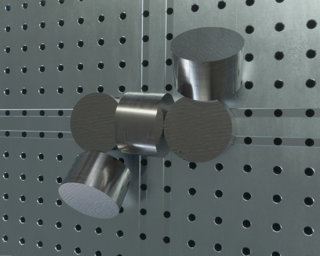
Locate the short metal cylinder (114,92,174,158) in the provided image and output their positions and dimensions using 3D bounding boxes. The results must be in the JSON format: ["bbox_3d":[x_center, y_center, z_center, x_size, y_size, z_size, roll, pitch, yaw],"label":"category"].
[{"bbox_3d":[-0.016,-0.005,0.388,0.050,0.080,0.079,5,92,19],"label":"short metal cylinder"}]

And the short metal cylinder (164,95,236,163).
[{"bbox_3d":[0.051,0.000,0.380,0.080,0.050,0.079,0,90,19],"label":"short metal cylinder"}]

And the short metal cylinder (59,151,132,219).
[{"bbox_3d":[-0.083,0.075,0.405,0.080,0.050,0.080,11,137,11],"label":"short metal cylinder"}]

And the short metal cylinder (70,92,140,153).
[{"bbox_3d":[-0.073,-0.006,0.423,0.080,0.050,0.079,0,90,19],"label":"short metal cylinder"}]

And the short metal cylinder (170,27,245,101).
[{"bbox_3d":[0.054,-0.075,0.357,0.080,0.080,0.050,9,135,19],"label":"short metal cylinder"}]
